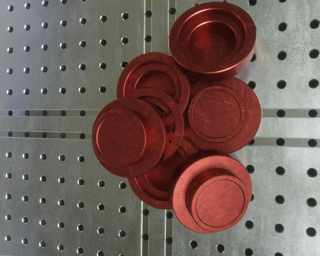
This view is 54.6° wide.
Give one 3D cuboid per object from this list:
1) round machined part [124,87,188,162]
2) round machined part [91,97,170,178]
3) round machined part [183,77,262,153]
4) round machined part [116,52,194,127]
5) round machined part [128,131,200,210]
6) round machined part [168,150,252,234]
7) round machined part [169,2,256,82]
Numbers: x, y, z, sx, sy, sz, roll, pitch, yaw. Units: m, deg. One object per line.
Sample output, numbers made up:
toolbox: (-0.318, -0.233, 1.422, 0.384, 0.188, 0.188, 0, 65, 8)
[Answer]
round machined part: (-0.010, -0.002, 0.407, 0.098, 0.042, 0.097, 0, 90, 20)
round machined part: (-0.041, 0.012, 0.373, 0.098, 0.042, 0.097, 0, 90, 20)
round machined part: (0.072, -0.016, 0.378, 0.098, 0.042, 0.097, 0, 90, 20)
round machined part: (-0.004, -0.046, 0.405, 0.098, 0.042, 0.097, 0, 90, 20)
round machined part: (0.010, 0.051, 0.400, 0.098, 0.042, 0.097, 0, 90, 20)
round machined part: (0.062, 0.078, 0.356, 0.099, 0.042, 0.097, -3, 103, -12)
round machined part: (0.062, -0.097, 0.370, 0.098, 0.042, 0.098, -4, 68, 11)
